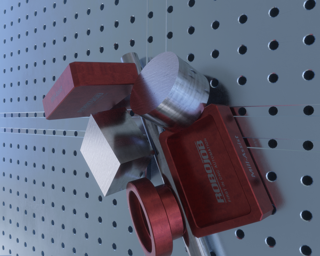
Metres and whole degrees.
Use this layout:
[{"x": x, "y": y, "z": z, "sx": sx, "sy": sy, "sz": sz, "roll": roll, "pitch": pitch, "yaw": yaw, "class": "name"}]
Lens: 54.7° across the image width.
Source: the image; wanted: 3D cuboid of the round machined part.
[{"x": -0.005, "y": 0.107, "z": 0.379, "sx": 0.098, "sy": 0.042, "sz": 0.097, "roll": 166, "pitch": 90, "yaw": -70, "class": "round machined part"}]

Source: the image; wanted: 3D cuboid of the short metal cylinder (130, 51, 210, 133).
[{"x": 0.010, "y": -0.041, "z": 0.361, "sx": 0.080, "sy": 0.050, "sz": 0.080, "roll": -31, "pitch": 45, "yaw": 36, "class": "short metal cylinder"}]

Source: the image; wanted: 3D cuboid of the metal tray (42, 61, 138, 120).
[{"x": -0.097, "y": -0.048, "z": 0.423, "sx": 0.130, "sy": 0.091, "sz": 0.030, "roll": -27, "pitch": 75, "yaw": 52, "class": "metal tray"}]

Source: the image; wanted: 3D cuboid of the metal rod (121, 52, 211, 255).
[{"x": 0.005, "y": 0.035, "z": 0.400, "sx": 0.025, "sy": 0.025, "sz": 0.299, "roll": -31, "pitch": 71, "yaw": 35, "class": "metal rod"}]

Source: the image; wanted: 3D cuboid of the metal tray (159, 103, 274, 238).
[{"x": 0.058, "y": 0.049, "z": 0.353, "sx": 0.090, "sy": 0.030, "sz": 0.130, "roll": -31, "pitch": 71, "yaw": 35, "class": "metal tray"}]

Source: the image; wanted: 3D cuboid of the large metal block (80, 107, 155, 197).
[{"x": -0.060, "y": 0.031, "z": 0.414, "sx": 0.080, "sy": 0.050, "sz": 0.079, "roll": 55, "pitch": 140, "yaw": 25, "class": "large metal block"}]
